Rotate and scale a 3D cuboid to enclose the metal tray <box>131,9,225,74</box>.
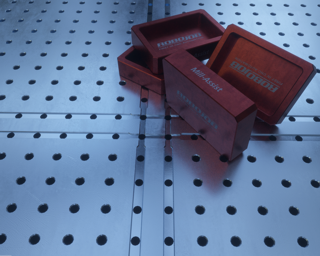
[{"bbox_3d":[0.032,-0.137,0.480,0.131,0.030,0.090,-20,53,-17],"label":"metal tray"}]

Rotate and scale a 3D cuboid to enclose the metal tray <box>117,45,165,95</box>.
[{"bbox_3d":[0.006,-0.117,0.502,0.090,0.030,0.131,28,55,21],"label":"metal tray"}]

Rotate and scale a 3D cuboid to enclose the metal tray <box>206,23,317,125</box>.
[{"bbox_3d":[0.130,-0.074,0.428,0.130,0.089,0.030,38,21,25],"label":"metal tray"}]

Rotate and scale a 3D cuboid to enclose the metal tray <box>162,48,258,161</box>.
[{"bbox_3d":[0.057,-0.030,0.389,0.030,0.090,0.130,-34,58,-17],"label":"metal tray"}]
